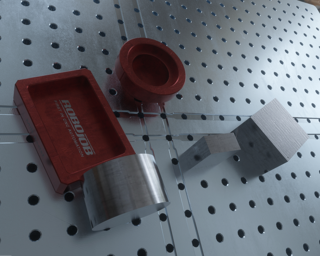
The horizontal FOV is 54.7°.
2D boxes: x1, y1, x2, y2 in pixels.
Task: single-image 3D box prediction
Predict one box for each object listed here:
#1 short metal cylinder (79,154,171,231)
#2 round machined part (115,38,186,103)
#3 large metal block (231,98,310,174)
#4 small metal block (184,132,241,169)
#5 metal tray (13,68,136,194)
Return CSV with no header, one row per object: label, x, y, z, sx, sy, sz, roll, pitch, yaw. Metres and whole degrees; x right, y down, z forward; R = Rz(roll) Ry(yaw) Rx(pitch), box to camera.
short metal cylinder,-0.036,0.066,0.315,0.081,0.080,0.050,-7,66,-32
round machined part,-0.017,-0.076,0.436,0.099,0.042,0.098,14,56,-21
large metal block,0.170,0.011,0.480,0.081,0.050,0.080,-31,80,-38
small metal block,0.069,0.030,0.413,0.050,0.050,0.025,-5,65,-31
metal tray,-0.097,-0.002,0.354,0.091,0.030,0.130,-20,72,-36
